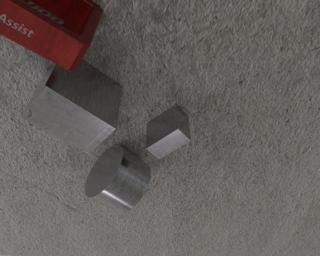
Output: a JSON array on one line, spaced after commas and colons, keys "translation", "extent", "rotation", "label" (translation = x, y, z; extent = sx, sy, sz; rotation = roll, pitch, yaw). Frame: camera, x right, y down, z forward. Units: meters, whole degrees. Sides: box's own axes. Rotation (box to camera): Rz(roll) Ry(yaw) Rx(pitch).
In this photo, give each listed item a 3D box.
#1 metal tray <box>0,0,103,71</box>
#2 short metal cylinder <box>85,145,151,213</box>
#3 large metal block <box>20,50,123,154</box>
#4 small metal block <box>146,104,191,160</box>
[{"translation": [-0.119, -0.112, 0.267], "extent": [0.131, 0.090, 0.030], "rotation": [28, 125, -22], "label": "metal tray"}, {"translation": [-0.059, 0.070, 0.430], "extent": [0.080, 0.080, 0.050], "rotation": [-37, 121, 27], "label": "short metal cylinder"}, {"translation": [-0.092, -0.031, 0.344], "extent": [0.080, 0.080, 0.050], "rotation": [34, 122, -26], "label": "large metal block"}, {"translation": [0.010, 0.004, 0.394], "extent": [0.050, 0.050, 0.025], "rotation": [-33, 123, 24], "label": "small metal block"}]
